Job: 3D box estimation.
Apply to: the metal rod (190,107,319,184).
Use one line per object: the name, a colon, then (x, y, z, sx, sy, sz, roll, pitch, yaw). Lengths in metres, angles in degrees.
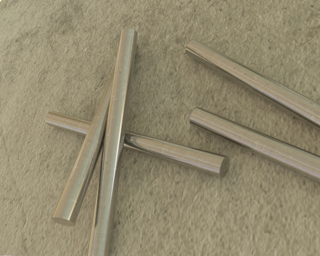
metal rod: (0.153, 0.040, 0.298, 0.300, 0.025, 0.025, 27, 76, 36)

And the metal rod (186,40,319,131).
metal rod: (0.135, -0.039, 0.356, 0.025, 0.025, 0.300, -46, 51, -4)

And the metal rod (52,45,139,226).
metal rod: (-0.076, -0.017, 0.422, 0.025, 0.025, 0.300, -6, 50, 25)

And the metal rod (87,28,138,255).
metal rod: (-0.057, 0.007, 0.394, 0.025, 0.025, 0.299, -4, 70, 26)

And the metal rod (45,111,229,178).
metal rod: (-0.052, 0.014, 0.420, 0.300, 0.025, 0.025, 13, 69, 33)
